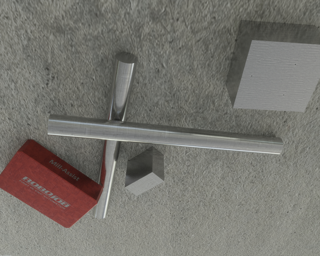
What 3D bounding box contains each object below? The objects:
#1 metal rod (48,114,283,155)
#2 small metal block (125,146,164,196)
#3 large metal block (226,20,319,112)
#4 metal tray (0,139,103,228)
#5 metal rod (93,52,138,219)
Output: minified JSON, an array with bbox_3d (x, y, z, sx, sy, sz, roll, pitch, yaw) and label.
[{"bbox_3d":[0.019,0.010,0.393,0.302,0.025,0.025,6,130,-15],"label":"metal rod"},{"bbox_3d":[-0.022,0.061,0.443,0.050,0.050,0.025,-32,123,24],"label":"small metal block"},{"bbox_3d":[0.123,-0.066,0.336,0.081,0.050,0.079,3,130,-3],"label":"large metal block"},{"bbox_3d":[-0.163,0.086,0.458,0.130,0.030,0.090,38,121,-15],"label":"metal tray"},{"bbox_3d":[-0.069,0.033,0.434,0.025,0.025,0.298,9,130,-9],"label":"metal rod"}]
